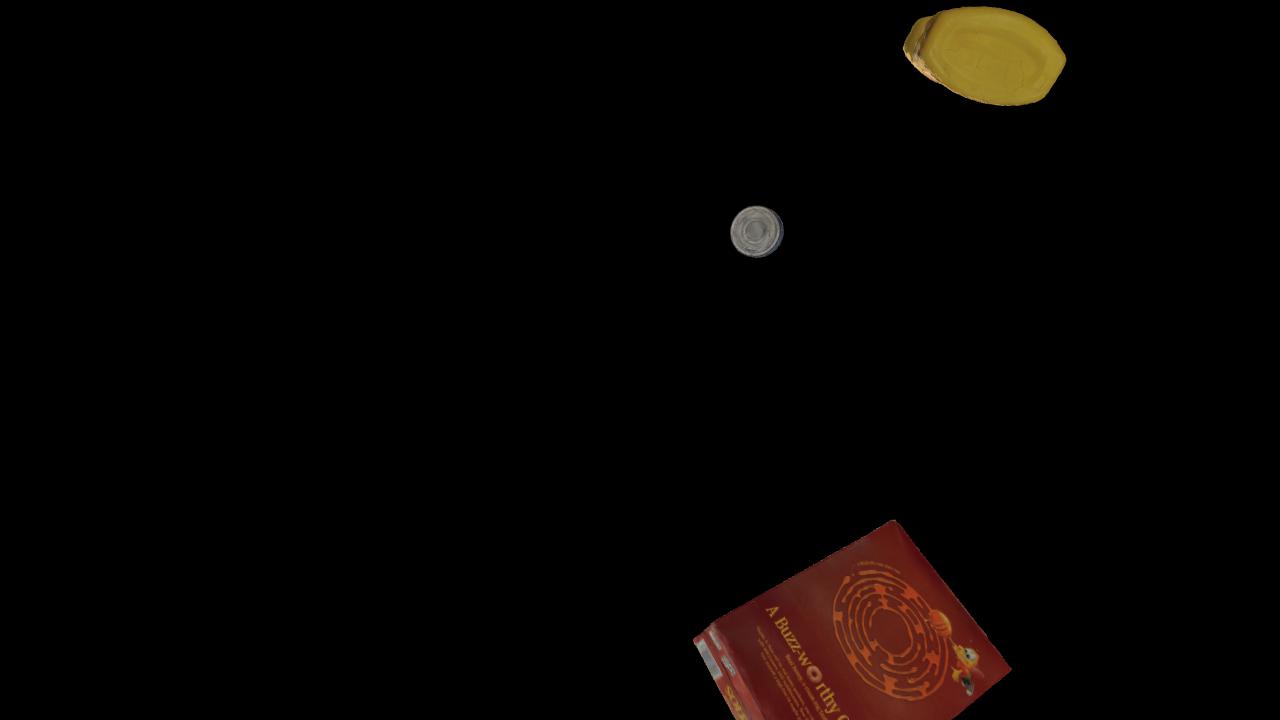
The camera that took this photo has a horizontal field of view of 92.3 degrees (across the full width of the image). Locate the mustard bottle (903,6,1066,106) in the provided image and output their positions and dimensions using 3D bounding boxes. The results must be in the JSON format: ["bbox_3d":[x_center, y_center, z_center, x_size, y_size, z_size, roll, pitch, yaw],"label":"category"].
[{"bbox_3d":[0.252,-0.237,0.476,0.092,0.054,0.184,18,31,7],"label":"mustard bottle"}]

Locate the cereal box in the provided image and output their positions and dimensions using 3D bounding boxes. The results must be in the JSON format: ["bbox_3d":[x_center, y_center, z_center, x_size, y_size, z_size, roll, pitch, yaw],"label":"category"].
[{"bbox_3d":[0.242,0.335,0.700,0.306,0.203,0.081,-17,-32,-28],"label":"cereal box"}]

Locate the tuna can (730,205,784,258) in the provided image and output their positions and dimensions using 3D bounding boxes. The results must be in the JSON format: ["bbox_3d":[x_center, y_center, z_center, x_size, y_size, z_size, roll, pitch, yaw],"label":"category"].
[{"bbox_3d":[0.191,-0.210,1.008,0.084,0.084,0.034,0,8,21],"label":"tuna can"}]
